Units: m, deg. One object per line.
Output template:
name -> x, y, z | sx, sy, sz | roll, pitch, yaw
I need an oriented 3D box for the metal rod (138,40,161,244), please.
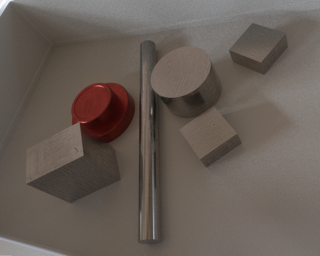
metal rod -> -0.015, -0.004, 0.414 | 0.025, 0.025, 0.299 | -15, 56, 20

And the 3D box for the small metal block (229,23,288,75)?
small metal block -> 0.128, -0.103, 0.402 | 0.050, 0.025, 0.050 | -49, 52, -7

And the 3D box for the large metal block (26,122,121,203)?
large metal block -> -0.109, 0.047, 0.397 | 0.080, 0.080, 0.050 | -26, 53, 11

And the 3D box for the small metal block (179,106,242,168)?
small metal block -> 0.059, 0.010, 0.368 | 0.050, 0.025, 0.050 | -35, 51, 4

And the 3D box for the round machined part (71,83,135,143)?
round machined part -> -0.090, -0.028, 0.457 | 0.098, 0.042, 0.098 | -13, 56, 20

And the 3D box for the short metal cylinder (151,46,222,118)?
short metal cylinder -> 0.035, -0.060, 0.407 | 0.080, 0.050, 0.080 | -13, 56, 20
